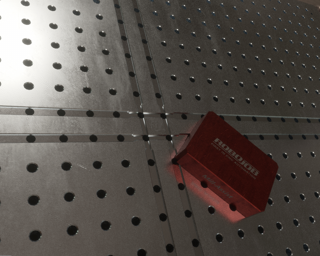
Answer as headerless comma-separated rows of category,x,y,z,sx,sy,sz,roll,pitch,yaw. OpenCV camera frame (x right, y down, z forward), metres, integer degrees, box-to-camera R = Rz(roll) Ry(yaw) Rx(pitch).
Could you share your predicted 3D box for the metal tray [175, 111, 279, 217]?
metal tray,0.096,0.048,0.430,0.130,0.030,0.090,39,51,-3
